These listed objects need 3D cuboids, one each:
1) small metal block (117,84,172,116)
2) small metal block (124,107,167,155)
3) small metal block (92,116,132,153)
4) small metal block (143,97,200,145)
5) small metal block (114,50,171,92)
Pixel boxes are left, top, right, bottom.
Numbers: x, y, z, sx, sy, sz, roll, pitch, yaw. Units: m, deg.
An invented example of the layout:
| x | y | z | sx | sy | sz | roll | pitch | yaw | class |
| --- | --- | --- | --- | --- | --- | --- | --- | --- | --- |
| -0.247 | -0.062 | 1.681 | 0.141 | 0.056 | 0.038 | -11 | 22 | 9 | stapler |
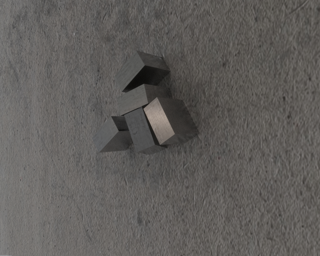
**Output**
| x | y | z | sx | sy | sz | roll | pitch | yaw | class |
| --- | --- | --- | --- | --- | --- | --- | --- | --- | --- |
| -0.019 | -0.034 | 0.404 | 0.050 | 0.050 | 0.025 | -20 | 77 | 38 | small metal block |
| -0.018 | 0.006 | 0.399 | 0.025 | 0.050 | 0.050 | -23 | 75 | 13 | small metal block |
| -0.058 | 0.009 | 0.437 | 0.050 | 0.050 | 0.025 | -44 | 64 | 31 | small metal block |
| 0.014 | -0.008 | 0.377 | 0.025 | 0.050 | 0.050 | -38 | 67 | 33 | small metal block |
| -0.023 | -0.071 | 0.408 | 0.050 | 0.050 | 0.025 | -43 | 64 | 31 | small metal block |
